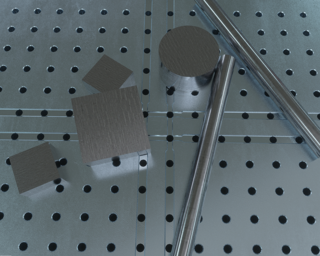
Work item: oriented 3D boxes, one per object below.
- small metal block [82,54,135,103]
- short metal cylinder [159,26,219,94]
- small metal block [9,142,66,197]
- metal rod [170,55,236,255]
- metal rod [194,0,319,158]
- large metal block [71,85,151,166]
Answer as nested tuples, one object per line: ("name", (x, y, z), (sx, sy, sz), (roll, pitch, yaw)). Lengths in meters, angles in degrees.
("small metal block", (-0.072, -0.067, 0.436), (0.050, 0.025, 0.050), (33, 73, 11))
("short metal cylinder", (0.038, -0.094, 0.433), (0.081, 0.050, 0.080), (0, 70, 0))
("small metal block", (-0.154, 0.052, 0.391), (0.050, 0.025, 0.050), (-23, 72, -8))
("metal rod", (0.057, 0.037, 0.398), (0.025, 0.025, 0.299), (15, 71, 5))
("metal rod", (0.140, -0.089, 0.444), (0.025, 0.025, 0.299), (-29, 73, -10))
("large metal block", (-0.060, -0.001, 0.392), (0.081, 0.050, 0.080), (-12, 80, -5))
